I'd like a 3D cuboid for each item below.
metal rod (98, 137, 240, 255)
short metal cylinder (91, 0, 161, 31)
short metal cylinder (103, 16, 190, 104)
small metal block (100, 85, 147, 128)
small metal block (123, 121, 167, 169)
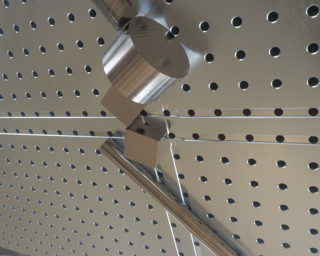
[{"bbox_3d":[0.026,0.125,0.474,0.300,0.025,0.025,43,129,-2],"label":"metal rod"},{"bbox_3d":[-0.030,-0.142,0.304,0.080,0.080,0.050,-34,99,38],"label":"short metal cylinder"},{"bbox_3d":[-0.014,-0.073,0.338,0.080,0.080,0.050,48,129,-6],"label":"short metal cylinder"},{"bbox_3d":[-0.044,-0.037,0.411,0.050,0.025,0.050,42,129,-1],"label":"small metal block"},{"bbox_3d":[-0.022,0.023,0.437,0.050,0.025,0.050,20,126,16],"label":"small metal block"}]
